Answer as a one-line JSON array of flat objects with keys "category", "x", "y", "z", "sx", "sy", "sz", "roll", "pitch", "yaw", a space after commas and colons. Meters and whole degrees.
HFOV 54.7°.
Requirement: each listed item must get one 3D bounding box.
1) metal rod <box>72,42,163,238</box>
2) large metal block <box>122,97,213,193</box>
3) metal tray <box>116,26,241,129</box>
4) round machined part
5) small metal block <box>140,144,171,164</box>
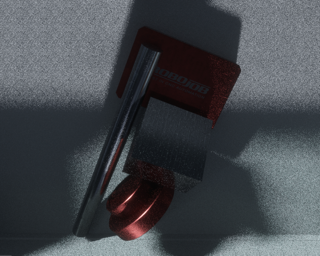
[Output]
[{"category": "metal rod", "x": -0.064, "y": 0.034, "z": 0.401, "sx": 0.025, "sy": 0.025, "sz": 0.298, "roll": 21, "pitch": 117, "yaw": -8}, {"category": "large metal block", "x": 0.010, "y": 0.021, "z": 0.367, "sx": 0.080, "sy": 0.080, "sz": 0.050, "roll": 21, "pitch": 149, "yaw": -8}, {"category": "metal tray", "x": 0.022, "y": -0.061, "z": 0.387, "sx": 0.131, "sy": 0.030, "sz": 0.089, "roll": 20, "pitch": 109, "yaw": -8}, {"category": "round machined part", "x": -0.032, "y": 0.093, "z": 0.407, "sx": 0.098, "sy": 0.098, "sz": 0.042, "roll": -39, "pitch": 106, "yaw": 13}, {"category": "small metal block", "x": -0.006, "y": 0.038, "z": 0.412, "sx": 0.050, "sy": 0.050, "sz": 0.025, "roll": 21, "pitch": 109, "yaw": -8}]
